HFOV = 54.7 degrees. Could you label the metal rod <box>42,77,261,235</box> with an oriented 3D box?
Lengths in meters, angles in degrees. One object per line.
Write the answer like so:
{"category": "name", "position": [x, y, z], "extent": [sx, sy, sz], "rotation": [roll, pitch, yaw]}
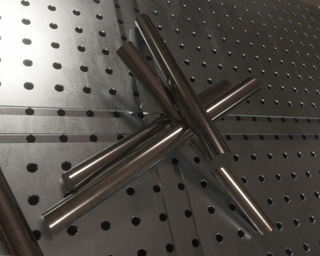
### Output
{"category": "metal rod", "position": [0.009, 0.017, 0.357], "extent": [0.302, 0.025, 0.025], "rotation": [-33, 80, -24]}

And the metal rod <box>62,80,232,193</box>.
{"category": "metal rod", "position": [0.006, -0.005, 0.415], "extent": [0.302, 0.025, 0.025], "rotation": [-32, 80, -38]}

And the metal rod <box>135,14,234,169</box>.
{"category": "metal rod", "position": [0.016, -0.071, 0.403], "extent": [0.025, 0.025, 0.300], "rotation": [4, 42, -27]}

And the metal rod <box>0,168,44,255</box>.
{"category": "metal rod", "position": [-0.129, 0.098, 0.279], "extent": [0.025, 0.025, 0.299], "rotation": [-24, 75, -37]}

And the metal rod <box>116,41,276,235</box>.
{"category": "metal rod", "position": [0.047, 0.014, 0.400], "extent": [0.300, 0.025, 0.025], "rotation": [51, 51, -3]}
